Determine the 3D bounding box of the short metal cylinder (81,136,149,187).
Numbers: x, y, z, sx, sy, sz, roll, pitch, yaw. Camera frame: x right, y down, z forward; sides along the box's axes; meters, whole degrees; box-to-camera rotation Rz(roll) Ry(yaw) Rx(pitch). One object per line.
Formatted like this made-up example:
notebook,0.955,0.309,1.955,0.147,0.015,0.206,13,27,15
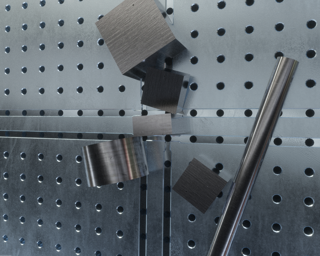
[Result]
short metal cylinder,-0.058,0.043,0.403,0.080,0.080,0.050,-12,86,19

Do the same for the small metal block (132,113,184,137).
small metal block,-0.001,-0.003,0.399,0.050,0.050,0.025,-4,89,19

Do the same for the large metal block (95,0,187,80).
large metal block,-0.024,-0.121,0.407,0.080,0.050,0.080,-31,80,17

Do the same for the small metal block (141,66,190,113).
small metal block,0.007,-0.051,0.403,0.050,0.025,0.050,18,110,18

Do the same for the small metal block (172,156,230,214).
small metal block,0.052,0.071,0.394,0.050,0.025,0.050,36,101,16

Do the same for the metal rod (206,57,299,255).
metal rod,0.103,0.062,0.376,0.025,0.025,0.298,20,96,18
